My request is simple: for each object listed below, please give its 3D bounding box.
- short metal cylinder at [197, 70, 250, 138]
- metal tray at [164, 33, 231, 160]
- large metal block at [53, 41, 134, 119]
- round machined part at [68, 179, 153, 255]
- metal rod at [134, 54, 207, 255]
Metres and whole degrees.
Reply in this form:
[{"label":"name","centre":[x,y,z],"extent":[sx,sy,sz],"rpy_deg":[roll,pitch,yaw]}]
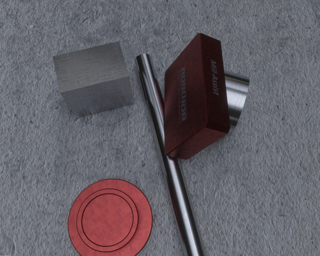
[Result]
[{"label":"short metal cylinder","centre":[0.075,-0.033,0.392],"extent":[0.050,0.080,0.080],"rpy_deg":[17,71,6]},{"label":"metal tray","centre":[0.040,-0.037,0.375],"extent":[0.030,0.090,0.130],"rpy_deg":[15,58,-24]},{"label":"large metal block","centre":[-0.081,-0.059,0.400],"extent":[0.081,0.080,0.050],"rpy_deg":[-15,71,-6]},{"label":"round machined part","centre":[-0.058,0.107,0.359],"extent":[0.099,0.042,0.098],"rpy_deg":[0,70,-1]},{"label":"metal rod","centre":[0.012,0.037,0.394],"extent":[0.025,0.025,0.299],"rpy_deg":[-13,71,-5]}]
